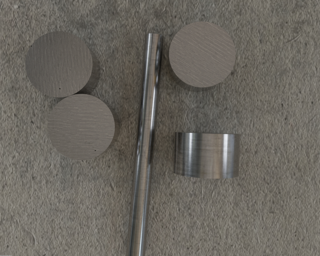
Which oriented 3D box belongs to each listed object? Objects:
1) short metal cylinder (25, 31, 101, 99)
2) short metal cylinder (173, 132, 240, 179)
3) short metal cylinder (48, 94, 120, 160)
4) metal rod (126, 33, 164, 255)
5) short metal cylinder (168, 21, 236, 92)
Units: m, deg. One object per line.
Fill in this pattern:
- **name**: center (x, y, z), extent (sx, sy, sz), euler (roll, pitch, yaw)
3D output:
- **short metal cylinder**: center (-0.121, -0.077, 0.396), extent (0.081, 0.050, 0.079), euler (0, 90, 0)
- **short metal cylinder**: center (0.057, 0.031, 0.383), extent (0.081, 0.080, 0.050), euler (2, 90, 0)
- **short metal cylinder**: center (-0.094, -0.001, 0.397), extent (0.081, 0.050, 0.079), euler (0, 90, 0)
- **metal rod**: center (-0.020, 0.027, 0.409), extent (0.025, 0.025, 0.298), euler (5, 90, 0)
- **short metal cylinder**: center (0.051, -0.089, 0.398), extent (0.081, 0.050, 0.079), euler (0, 90, 0)
